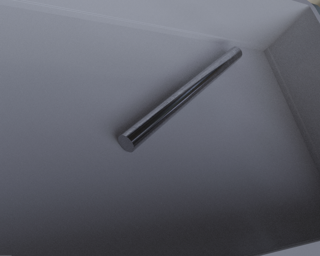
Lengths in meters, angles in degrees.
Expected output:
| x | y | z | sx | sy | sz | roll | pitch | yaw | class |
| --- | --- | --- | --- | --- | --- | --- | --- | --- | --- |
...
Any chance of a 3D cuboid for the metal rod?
| x | y | z | sx | sy | sz | roll | pitch | yaw | class |
| --- | --- | --- | --- | --- | --- | --- | --- | --- | --- |
| 0.048 | -0.058 | 0.466 | 0.025 | 0.025 | 0.302 | 46 | 51 | 4 | metal rod |
